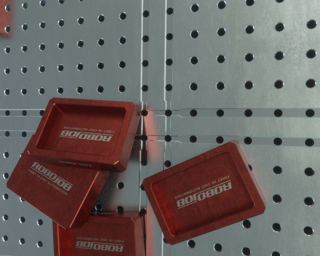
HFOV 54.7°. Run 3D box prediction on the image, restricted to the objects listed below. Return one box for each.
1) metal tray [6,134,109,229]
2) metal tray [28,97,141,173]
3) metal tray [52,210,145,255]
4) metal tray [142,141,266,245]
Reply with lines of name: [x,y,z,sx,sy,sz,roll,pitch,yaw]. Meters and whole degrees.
metal tray: [-0.147,0.073,0.442,0.130,0.030,0.090,24,84,24]
metal tray: [-0.101,0.007,0.419,0.130,0.030,0.090,5,63,16]
metal tray: [-0.088,0.166,0.439,0.130,0.030,0.089,-3,89,19]
metal tray: [0.053,0.082,0.390,0.130,0.030,0.090,-26,82,17]
